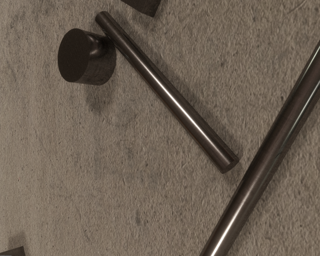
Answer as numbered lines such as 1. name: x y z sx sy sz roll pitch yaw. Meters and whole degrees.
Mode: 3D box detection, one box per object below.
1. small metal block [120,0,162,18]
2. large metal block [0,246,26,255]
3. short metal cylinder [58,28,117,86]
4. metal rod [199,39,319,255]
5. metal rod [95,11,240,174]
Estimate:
1. small metal block: -0.022 -0.186 0.421 0.050 0.025 0.050 41 115 32
2. large metal block: -0.319 0.304 0.648 0.080 0.050 0.080 -34 69 34
3. short metal cylinder: -0.114 -0.108 0.480 0.080 0.050 0.079 0 90 39
4. metal rod: 0.104 0.043 0.317 0.025 0.025 0.298 36 112 34
5. metal rod: -0.005 -0.063 0.407 0.300 0.025 0.025 52 120 27
